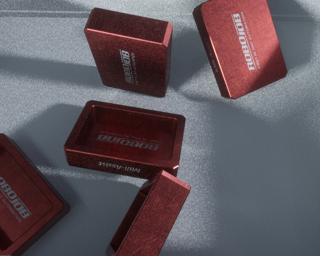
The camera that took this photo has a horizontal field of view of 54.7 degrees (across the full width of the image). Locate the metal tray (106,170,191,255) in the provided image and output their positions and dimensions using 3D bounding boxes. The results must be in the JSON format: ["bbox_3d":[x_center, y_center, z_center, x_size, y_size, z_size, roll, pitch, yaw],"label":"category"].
[{"bbox_3d":[-0.018,0.097,0.315,0.030,0.130,0.090,30,71,-2],"label":"metal tray"}]

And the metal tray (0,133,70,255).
[{"bbox_3d":[-0.186,0.081,0.374,0.090,0.030,0.130,-42,76,-14],"label":"metal tray"}]

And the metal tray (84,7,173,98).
[{"bbox_3d":[-0.034,-0.086,0.385,0.090,0.130,0.030,12,71,4],"label":"metal tray"}]

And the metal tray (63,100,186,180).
[{"bbox_3d":[-0.039,0.014,0.382,0.131,0.030,0.090,10,44,3],"label":"metal tray"}]

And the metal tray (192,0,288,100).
[{"bbox_3d":[0.109,-0.114,0.417,0.091,0.030,0.129,-24,103,-9],"label":"metal tray"}]
